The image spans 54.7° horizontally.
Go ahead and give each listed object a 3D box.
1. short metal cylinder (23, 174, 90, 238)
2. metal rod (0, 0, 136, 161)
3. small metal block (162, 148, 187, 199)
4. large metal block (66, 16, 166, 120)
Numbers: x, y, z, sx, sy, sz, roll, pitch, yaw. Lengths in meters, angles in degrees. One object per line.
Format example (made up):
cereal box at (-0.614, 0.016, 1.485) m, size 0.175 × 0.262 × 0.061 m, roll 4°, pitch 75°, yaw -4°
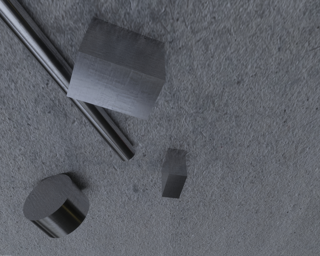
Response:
short metal cylinder at (-0.155, 0.117, 0.469) m, size 0.080 × 0.080 × 0.050 m, roll -17°, pitch 128°, yaw 13°
metal rod at (-0.113, -0.064, 0.351) m, size 0.025 × 0.025 × 0.299 m, roll -22°, pitch 127°, yaw 17°
small metal block at (0.019, 0.065, 0.447) m, size 0.025 × 0.050 × 0.050 m, roll 8°, pitch 130°, yaw -7°
large metal block at (-0.042, -0.062, 0.318) m, size 0.081 × 0.080 × 0.050 m, roll 17°, pitch 128°, yaw -14°
